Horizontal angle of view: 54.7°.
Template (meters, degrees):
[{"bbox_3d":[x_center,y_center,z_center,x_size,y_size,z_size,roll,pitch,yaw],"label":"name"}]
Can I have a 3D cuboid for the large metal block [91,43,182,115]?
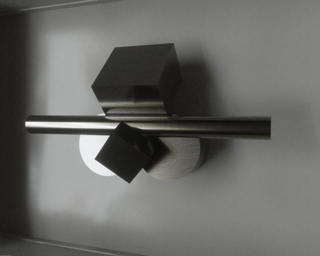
[{"bbox_3d":[-0.025,-0.058,0.382,0.080,0.050,0.080,1,47,19],"label":"large metal block"}]

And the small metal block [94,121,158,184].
[{"bbox_3d":[-0.039,0.029,0.357,0.050,0.025,0.050,36,124,-3],"label":"small metal block"}]

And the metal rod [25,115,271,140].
[{"bbox_3d":[-0.029,-0.002,0.365,0.301,0.025,0.025,1,90,19],"label":"metal rod"}]

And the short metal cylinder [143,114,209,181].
[{"bbox_3d":[0.016,0.023,0.389,0.080,0.050,0.079,0,90,19],"label":"short metal cylinder"}]

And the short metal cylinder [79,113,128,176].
[{"bbox_3d":[-0.059,0.021,0.416,0.080,0.050,0.079,0,90,19],"label":"short metal cylinder"}]
